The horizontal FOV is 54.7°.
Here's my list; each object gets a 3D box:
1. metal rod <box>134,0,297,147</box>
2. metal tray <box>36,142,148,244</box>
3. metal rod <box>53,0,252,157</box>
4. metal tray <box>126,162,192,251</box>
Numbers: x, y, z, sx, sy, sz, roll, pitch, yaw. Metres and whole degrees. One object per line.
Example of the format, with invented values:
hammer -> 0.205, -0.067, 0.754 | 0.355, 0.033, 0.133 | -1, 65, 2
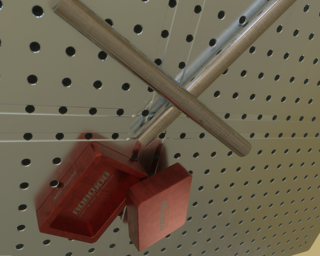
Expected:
metal rod -> 0.081, -0.088, 0.402 | 0.300, 0.025, 0.025 | -45, 130, 2
metal tray -> -0.090, 0.091, 0.416 | 0.090, 0.030, 0.130 | 32, 100, -39
metal rod -> 0.014, -0.044, 0.365 | 0.301, 0.025, 0.025 | 35, 99, -31
metal tray -> -0.002, 0.119, 0.459 | 0.091, 0.030, 0.129 | -24, 138, -26
